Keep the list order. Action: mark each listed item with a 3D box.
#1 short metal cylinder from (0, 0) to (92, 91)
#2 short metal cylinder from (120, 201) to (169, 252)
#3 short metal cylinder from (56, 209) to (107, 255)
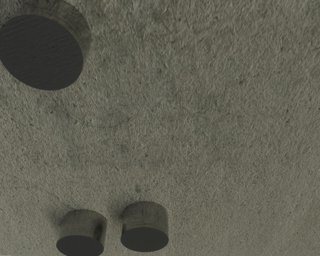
[{"bbox_3d":[-0.115,-0.086,0.317,0.081,0.050,0.079,0,130,0],"label":"short metal cylinder"},{"bbox_3d":[-0.026,0.172,0.537,0.081,0.050,0.079,0,130,0],"label":"short metal cylinder"},{"bbox_3d":[-0.137,0.189,0.550,0.081,0.050,0.079,0,130,0],"label":"short metal cylinder"}]
